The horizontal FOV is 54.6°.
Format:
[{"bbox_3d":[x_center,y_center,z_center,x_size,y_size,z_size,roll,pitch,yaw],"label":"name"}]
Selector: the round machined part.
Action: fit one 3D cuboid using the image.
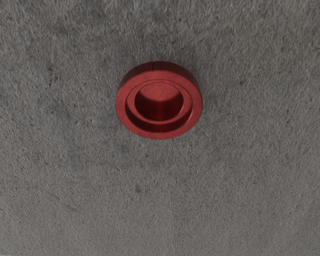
[{"bbox_3d":[-0.001,-0.036,0.365,0.099,0.042,0.097,0,130,0],"label":"round machined part"}]
